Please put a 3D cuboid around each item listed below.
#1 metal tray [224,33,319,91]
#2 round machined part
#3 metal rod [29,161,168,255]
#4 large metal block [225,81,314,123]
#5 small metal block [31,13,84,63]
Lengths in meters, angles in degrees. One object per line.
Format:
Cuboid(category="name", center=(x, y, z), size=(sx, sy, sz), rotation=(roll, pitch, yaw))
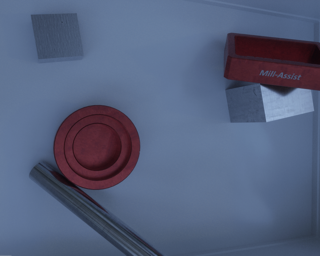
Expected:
Cuboid(category="metal tray", center=(0.152, -0.090, 0.409), size=(0.131, 0.090, 0.030), rotation=(8, 127, 6))
Cuboid(category="round machined part", center=(-0.077, 0.022, 0.374), size=(0.099, 0.042, 0.097), rotation=(0, 90, -21))
Cuboid(category="metal rod", center=(-0.020, 0.129, 0.325), size=(0.300, 0.025, 0.025), rotation=(33, 77, 14))
Cuboid(category="large metal block", center=(0.153, -0.040, 0.439), size=(0.081, 0.080, 0.050), rotation=(-12, 95, -20))
Cuboid(category="small metal block", center=(-0.121, -0.106, 0.366), size=(0.050, 0.025, 0.050), rotation=(-10, 94, -20))
